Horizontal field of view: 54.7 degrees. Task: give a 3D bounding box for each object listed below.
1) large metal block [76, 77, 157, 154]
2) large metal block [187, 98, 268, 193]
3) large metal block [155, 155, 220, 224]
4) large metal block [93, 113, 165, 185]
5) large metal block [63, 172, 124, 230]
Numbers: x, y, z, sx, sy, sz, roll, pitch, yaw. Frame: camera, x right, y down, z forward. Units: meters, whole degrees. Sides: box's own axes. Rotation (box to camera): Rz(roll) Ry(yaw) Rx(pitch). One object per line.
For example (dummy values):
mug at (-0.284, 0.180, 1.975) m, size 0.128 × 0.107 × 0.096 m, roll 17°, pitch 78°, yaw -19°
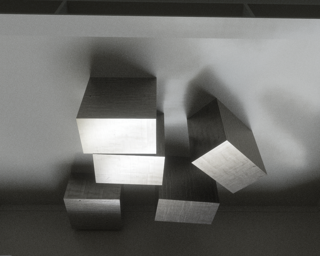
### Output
large metal block at (-0.044, -0.016, 0.359) m, size 0.081 × 0.080 × 0.050 m, roll 0°, pitch 130°, yaw -1°
large metal block at (0.082, 0.022, 0.392) m, size 0.050 × 0.080 × 0.080 m, roll -37°, pitch 121°, yaw 27°
large metal block at (0.035, 0.088, 0.448) m, size 0.081 × 0.080 × 0.050 m, roll 5°, pitch 130°, yaw -5°
large metal block at (-0.036, 0.024, 0.393) m, size 0.081 × 0.080 × 0.050 m, roll 3°, pitch 130°, yaw -2°
large metal block at (-0.100, 0.117, 0.491) m, size 0.081 × 0.050 × 0.079 m, roll 1°, pitch 130°, yaw -2°
